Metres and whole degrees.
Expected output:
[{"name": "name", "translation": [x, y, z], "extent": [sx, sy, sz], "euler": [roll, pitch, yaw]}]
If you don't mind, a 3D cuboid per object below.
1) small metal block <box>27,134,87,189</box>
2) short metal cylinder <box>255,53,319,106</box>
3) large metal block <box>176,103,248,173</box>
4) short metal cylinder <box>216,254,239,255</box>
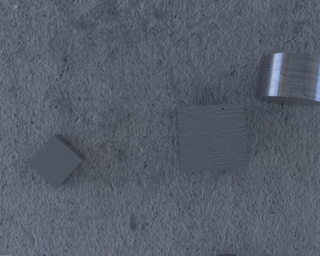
[{"name": "small metal block", "translation": [-0.135, 0.043, 0.409], "extent": [0.050, 0.025, 0.050], "euler": [42, 90, 0]}, {"name": "short metal cylinder", "translation": [0.163, -0.058, 0.384], "extent": [0.080, 0.080, 0.050], "euler": [8, 90, 0]}, {"name": "large metal block", "translation": [0.063, 0.012, 0.398], "extent": [0.081, 0.050, 0.080], "euler": [-4, 90, 0]}, {"name": "short metal cylinder", "translation": [0.092, 0.212, 0.398], "extent": [0.081, 0.050, 0.079], "euler": [0, 90, 0]}]
